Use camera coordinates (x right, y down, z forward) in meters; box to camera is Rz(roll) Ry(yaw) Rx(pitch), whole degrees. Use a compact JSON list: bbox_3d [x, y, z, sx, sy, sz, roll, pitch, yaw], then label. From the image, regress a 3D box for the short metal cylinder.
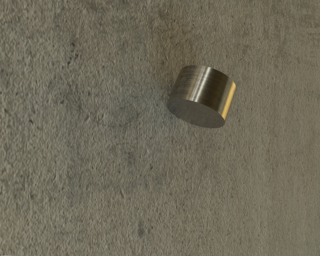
[{"bbox_3d":[0.055,-0.040,0.414,0.080,0.080,0.050,34,69,-35],"label":"short metal cylinder"}]
